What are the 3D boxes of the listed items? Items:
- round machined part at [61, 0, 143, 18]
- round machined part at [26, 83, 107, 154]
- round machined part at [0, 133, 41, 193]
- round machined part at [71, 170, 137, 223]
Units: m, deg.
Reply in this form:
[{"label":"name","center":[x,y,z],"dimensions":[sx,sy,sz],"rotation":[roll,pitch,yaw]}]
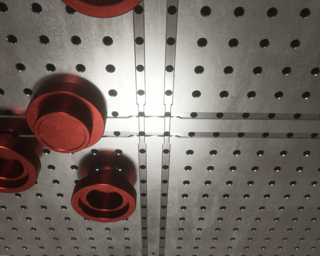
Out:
[{"label":"round machined part","center":[-0.052,-0.152,0.270],"dimensions":[0.099,0.042,0.097],"rotation":[-1,130,0]},{"label":"round machined part","center":[-0.120,-0.005,0.394],"dimensions":[0.099,0.042,0.097],"rotation":[0,130,0]},{"label":"round machined part","center":[-0.217,0.045,0.436],"dimensions":[0.099,0.042,0.097],"rotation":[-1,130,0]},{"label":"round machined part","center":[-0.086,0.104,0.488],"dimensions":[0.099,0.042,0.097],"rotation":[-1,130,0]}]
